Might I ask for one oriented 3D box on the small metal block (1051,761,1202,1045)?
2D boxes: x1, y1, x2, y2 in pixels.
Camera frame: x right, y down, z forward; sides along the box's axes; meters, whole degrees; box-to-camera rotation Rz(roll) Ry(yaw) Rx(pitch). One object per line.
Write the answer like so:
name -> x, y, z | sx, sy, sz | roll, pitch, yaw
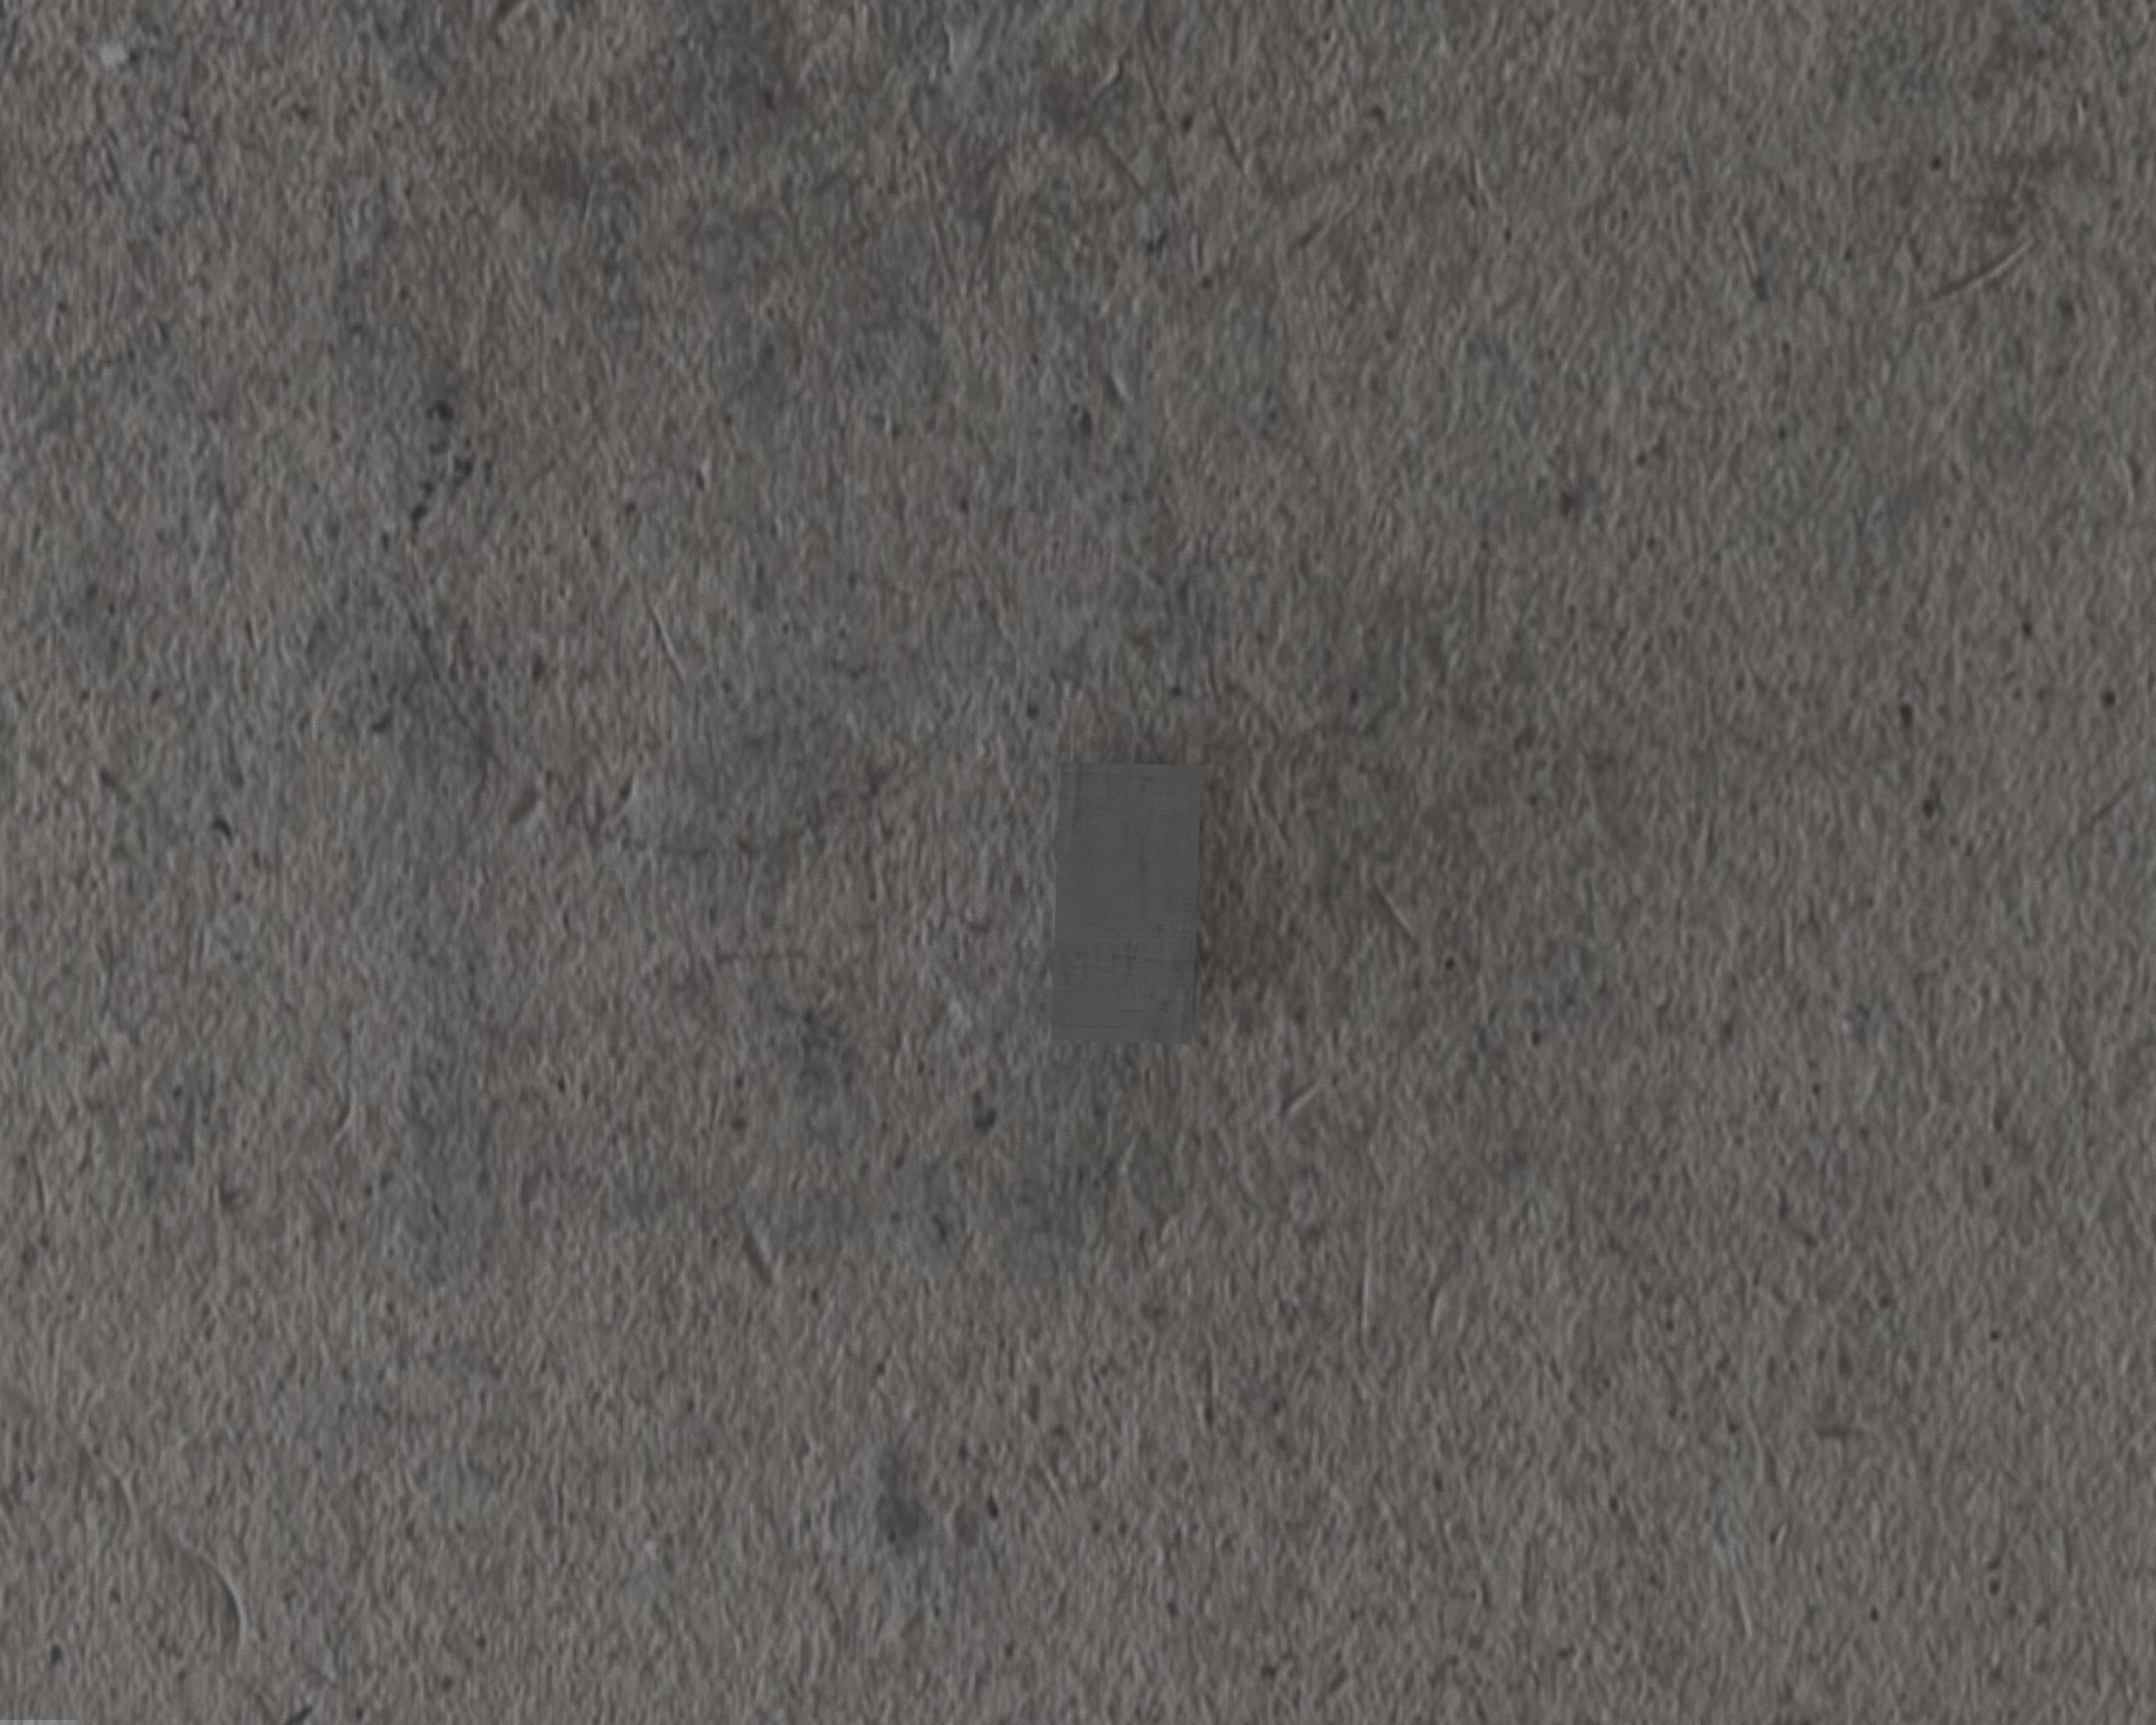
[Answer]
small metal block -> 0.009, 0.007, 0.398 | 0.025, 0.050, 0.050 | 2, 90, 0
